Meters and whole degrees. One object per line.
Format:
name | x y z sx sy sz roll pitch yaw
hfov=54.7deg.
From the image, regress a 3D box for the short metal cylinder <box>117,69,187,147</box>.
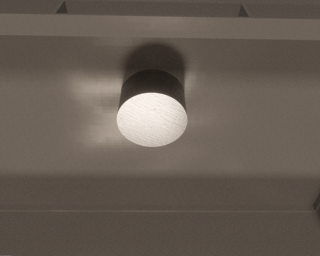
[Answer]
short metal cylinder | -0.009 -0.023 0.373 0.081 0.050 0.079 0 130 0
